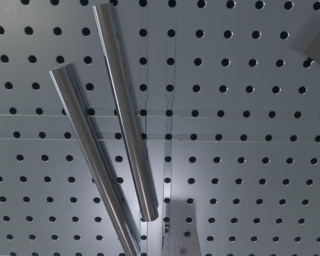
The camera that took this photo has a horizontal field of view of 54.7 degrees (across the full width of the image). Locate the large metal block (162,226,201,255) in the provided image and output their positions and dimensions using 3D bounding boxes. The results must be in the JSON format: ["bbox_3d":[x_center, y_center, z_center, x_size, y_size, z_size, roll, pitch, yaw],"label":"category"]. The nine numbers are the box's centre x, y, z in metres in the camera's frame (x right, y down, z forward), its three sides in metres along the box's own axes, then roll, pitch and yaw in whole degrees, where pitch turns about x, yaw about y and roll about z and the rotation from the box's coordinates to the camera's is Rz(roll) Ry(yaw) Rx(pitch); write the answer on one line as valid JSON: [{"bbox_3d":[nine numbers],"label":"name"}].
[{"bbox_3d":[0.029,0.206,0.461,0.050,0.080,0.079,5,110,-2],"label":"large metal block"}]

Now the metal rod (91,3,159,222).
[{"bbox_3d":[-0.041,-0.006,0.410,0.025,0.025,0.298,-10,110,3],"label":"metal rod"}]

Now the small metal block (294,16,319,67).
[{"bbox_3d":[0.205,-0.102,0.378,0.050,0.025,0.050,29,107,-11],"label":"small metal block"}]

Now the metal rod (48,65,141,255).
[{"bbox_3d":[-0.084,0.060,0.434,0.025,0.025,0.298,-16,110,5],"label":"metal rod"}]
